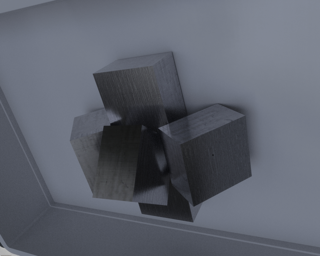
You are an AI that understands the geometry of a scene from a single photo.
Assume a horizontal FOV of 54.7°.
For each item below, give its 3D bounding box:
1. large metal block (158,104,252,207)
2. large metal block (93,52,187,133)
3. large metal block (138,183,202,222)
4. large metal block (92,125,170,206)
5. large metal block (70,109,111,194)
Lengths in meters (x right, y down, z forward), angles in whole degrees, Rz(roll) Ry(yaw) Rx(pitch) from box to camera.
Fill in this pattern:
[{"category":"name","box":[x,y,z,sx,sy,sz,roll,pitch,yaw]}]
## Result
[{"category":"large metal block","box":[0.052,0.028,0.352,0.050,0.081,0.080,36,144,58]},{"category":"large metal block","box":[-0.022,-0.041,0.374,0.080,0.050,0.080,-1,118,29]},{"category":"large metal block","box":[0.011,0.079,0.434,0.080,0.050,0.080,1,119,28]},{"category":"large metal block","box":[-0.027,0.046,0.363,0.050,0.080,0.080,-1,74,27]},{"category":"large metal block","box":[-0.080,0.028,0.421,0.050,0.080,0.080,-18,115,-4]}]
